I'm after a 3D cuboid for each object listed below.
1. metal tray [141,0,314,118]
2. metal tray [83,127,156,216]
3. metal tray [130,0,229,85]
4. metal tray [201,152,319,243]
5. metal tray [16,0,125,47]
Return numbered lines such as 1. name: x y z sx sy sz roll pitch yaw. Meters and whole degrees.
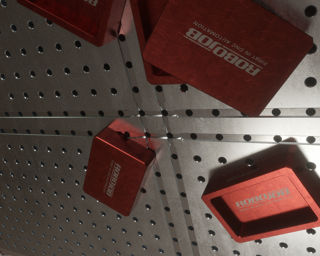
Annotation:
1. metal tray: 0.060 -0.077 0.291 0.131 0.030 0.089 26 115 -11
2. metal tray: -0.068 0.072 0.486 0.090 0.030 0.129 28 128 10
3. metal tray: 0.020 -0.112 0.326 0.090 0.030 0.129 2 120 26
4. metal tray: 0.131 0.094 0.396 0.130 0.030 0.090 -30 102 37
5. metal tray: -0.105 -0.164 0.359 0.130 0.030 0.089 30 128 8
